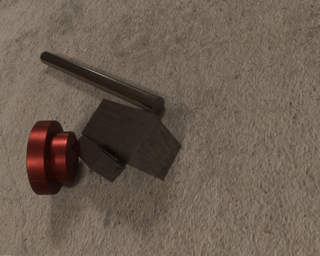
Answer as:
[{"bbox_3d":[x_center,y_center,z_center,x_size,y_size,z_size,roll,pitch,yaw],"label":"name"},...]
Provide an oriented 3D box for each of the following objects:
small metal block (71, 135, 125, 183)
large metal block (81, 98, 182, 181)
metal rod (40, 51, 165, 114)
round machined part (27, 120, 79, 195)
[{"bbox_3d":[-0.081,0.039,0.404,0.025,0.050,0.050,-48,52,-6],"label":"small metal block"},{"bbox_3d":[-0.032,0.014,0.375,0.080,0.080,0.050,18,72,35],"label":"large metal block"},{"bbox_3d":[-0.111,-0.083,0.510,0.300,0.025,0.025,26,76,36],"label":"metal rod"},{"bbox_3d":[-0.136,0.039,0.410,0.042,0.098,0.098,-1,58,-2],"label":"round machined part"}]
